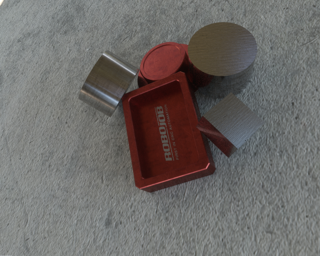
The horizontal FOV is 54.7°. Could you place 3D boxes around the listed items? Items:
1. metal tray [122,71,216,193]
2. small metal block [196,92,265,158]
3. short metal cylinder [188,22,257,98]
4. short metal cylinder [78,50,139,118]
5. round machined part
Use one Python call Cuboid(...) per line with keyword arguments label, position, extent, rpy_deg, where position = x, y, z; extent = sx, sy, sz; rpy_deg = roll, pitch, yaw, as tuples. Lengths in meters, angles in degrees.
Cuboid(label="metal tray", position=(0.007, 0.004, 0.381), extent=(0.090, 0.030, 0.130), rpy_deg=(-20, 64, 16))
Cuboid(label="small metal block", position=(0.078, -0.004, 0.344), extent=(0.050, 0.025, 0.050), rpy_deg=(-38, 76, -27))
Cuboid(label="short metal cylinder", position=(0.076, -0.084, 0.387), extent=(0.080, 0.050, 0.080), rpy_deg=(-3, 64, 7))
Cuboid(label="short metal cylinder", position=(-0.071, -0.062, 0.437), extent=(0.050, 0.080, 0.080), rpy_deg=(31, 74, -7))
Cuboid(label="round machined part", position=(0.011, -0.083, 0.440), extent=(0.098, 0.042, 0.098), rpy_deg=(-13, 56, 21))
